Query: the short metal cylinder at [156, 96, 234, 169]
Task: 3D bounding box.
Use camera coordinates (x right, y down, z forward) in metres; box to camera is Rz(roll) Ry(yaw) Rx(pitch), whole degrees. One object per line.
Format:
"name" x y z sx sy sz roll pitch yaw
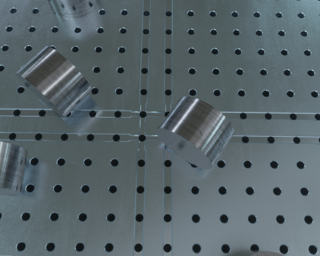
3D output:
"short metal cylinder" 0.043 0.007 0.381 0.080 0.080 0.050 33 73 11

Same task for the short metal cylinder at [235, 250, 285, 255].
"short metal cylinder" 0.112 0.176 0.336 0.081 0.050 0.080 0 70 0

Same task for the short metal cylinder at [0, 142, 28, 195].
"short metal cylinder" -0.202 0.048 0.362 0.081 0.080 0.050 1 70 0

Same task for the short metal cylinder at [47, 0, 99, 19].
"short metal cylinder" -0.138 -0.217 0.476 0.081 0.050 0.080 0 70 -1

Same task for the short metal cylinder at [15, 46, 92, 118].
"short metal cylinder" -0.136 -0.058 0.402 0.080 0.080 0.050 38 74 12
